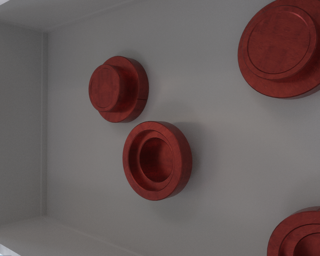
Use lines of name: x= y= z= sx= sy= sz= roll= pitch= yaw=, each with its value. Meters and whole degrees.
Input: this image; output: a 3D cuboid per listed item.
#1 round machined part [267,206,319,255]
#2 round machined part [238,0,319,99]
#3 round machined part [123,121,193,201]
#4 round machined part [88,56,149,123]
round machined part: x=0.150 y=0.118 z=0.272 sx=0.098 sy=0.042 sz=0.097 roll=0 pitch=90 yaw=40
round machined part: x=0.119 y=-0.077 z=0.297 sx=0.098 sy=0.042 sz=0.097 roll=0 pitch=90 yaw=40
round machined part: x=0.001 y=0.040 z=0.395 sx=0.098 sy=0.042 sz=0.097 roll=0 pitch=90 yaw=40
round machined part: x=-0.066 y=-0.056 z=0.451 sx=0.098 sy=0.042 sz=0.097 roll=0 pitch=90 yaw=40
